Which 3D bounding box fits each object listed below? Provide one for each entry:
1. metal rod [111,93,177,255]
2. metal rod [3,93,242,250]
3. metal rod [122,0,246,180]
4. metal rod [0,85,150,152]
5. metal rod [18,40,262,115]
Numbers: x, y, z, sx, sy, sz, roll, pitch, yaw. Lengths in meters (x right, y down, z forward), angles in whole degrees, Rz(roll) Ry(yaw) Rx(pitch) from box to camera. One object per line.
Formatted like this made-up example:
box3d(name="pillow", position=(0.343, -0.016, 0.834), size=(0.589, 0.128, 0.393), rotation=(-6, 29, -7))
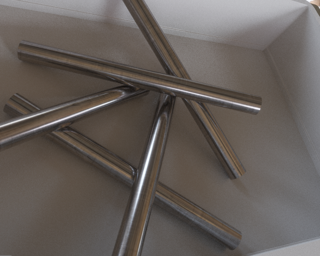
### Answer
box3d(name="metal rod", position=(-0.005, 0.019, 0.364), size=(0.025, 0.025, 0.300), rotation=(27, 44, -12))
box3d(name="metal rod", position=(-0.036, 0.054, 0.353), size=(0.301, 0.025, 0.025), rotation=(33, 52, -7))
box3d(name="metal rod", position=(0.029, -0.064, 0.419), size=(0.025, 0.025, 0.299), rotation=(-33, 93, -38))
box3d(name="metal rod", position=(-0.111, -0.009, 0.314), size=(0.025, 0.025, 0.302), rotation=(52, 40, 8))
box3d(name="metal rod", position=(-0.020, -0.062, 0.388), size=(0.302, 0.025, 0.025), rotation=(13, 55, -5))
